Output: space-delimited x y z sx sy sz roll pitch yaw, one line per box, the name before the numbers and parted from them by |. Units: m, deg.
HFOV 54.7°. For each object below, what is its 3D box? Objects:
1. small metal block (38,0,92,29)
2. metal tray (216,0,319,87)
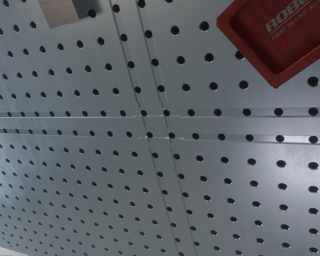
small metal block | -0.119 -0.154 0.379 0.050 0.025 0.050 -5 116 30
metal tray | 0.127 -0.109 0.273 0.090 0.030 0.129 46 129 -5
